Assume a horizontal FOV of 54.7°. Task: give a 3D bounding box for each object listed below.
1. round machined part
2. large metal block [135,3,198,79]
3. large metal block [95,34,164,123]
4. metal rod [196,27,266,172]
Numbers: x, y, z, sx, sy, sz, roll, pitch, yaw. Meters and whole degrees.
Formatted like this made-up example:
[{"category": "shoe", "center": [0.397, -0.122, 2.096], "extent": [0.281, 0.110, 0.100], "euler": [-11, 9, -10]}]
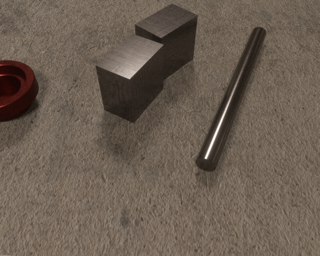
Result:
[{"category": "round machined part", "center": [-0.219, -0.047, 0.429], "extent": [0.099, 0.042, 0.098], "euler": [0, 50, 0]}, {"category": "large metal block", "center": [0.010, -0.131, 0.478], "extent": [0.050, 0.080, 0.080], "euler": [35, 58, 25]}, {"category": "large metal block", "center": [-0.037, -0.068, 0.424], "extent": [0.050, 0.080, 0.080], "euler": [24, 54, 19]}, {"category": "metal rod", "center": [0.114, -0.061, 0.456], "extent": [0.025, 0.025, 0.301], "euler": [19, 52, 15]}]
